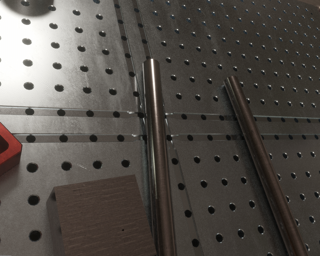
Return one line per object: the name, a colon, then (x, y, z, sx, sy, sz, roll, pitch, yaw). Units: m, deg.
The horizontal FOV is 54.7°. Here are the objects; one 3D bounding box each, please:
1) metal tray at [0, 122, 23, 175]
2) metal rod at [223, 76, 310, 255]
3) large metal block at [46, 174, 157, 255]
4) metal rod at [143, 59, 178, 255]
metal tray: (-0.207, 0.029, 0.275, 0.090, 0.030, 0.131, 45, 51, 3)
metal rod: (0.153, 0.051, 0.461, 0.025, 0.025, 0.299, 0, 62, -29)
large metal block: (-0.059, 0.097, 0.302, 0.081, 0.050, 0.080, -4, 64, -31)
metal rod: (-0.002, 0.036, 0.386, 0.025, 0.025, 0.299, 10, 58, -24)
